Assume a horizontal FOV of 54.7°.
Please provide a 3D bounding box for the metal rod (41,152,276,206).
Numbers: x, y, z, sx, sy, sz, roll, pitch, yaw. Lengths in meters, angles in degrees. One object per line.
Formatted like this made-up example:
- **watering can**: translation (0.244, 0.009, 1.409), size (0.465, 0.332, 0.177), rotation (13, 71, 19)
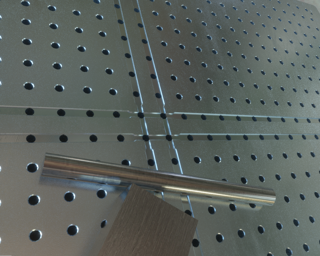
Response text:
- **metal rod**: translation (0.016, 0.067, 0.377), size (0.302, 0.025, 0.025), rotation (12, 57, -22)

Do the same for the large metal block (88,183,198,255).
- **large metal block**: translation (-0.018, 0.116, 0.313), size (0.080, 0.050, 0.080), rotation (32, 51, -8)
